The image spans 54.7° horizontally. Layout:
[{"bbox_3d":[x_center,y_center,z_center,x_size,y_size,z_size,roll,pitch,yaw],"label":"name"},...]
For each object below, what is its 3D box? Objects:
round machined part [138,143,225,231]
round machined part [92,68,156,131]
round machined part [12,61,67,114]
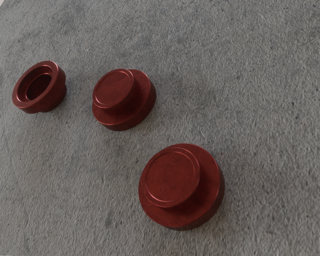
[{"bbox_3d":[0.019,0.060,0.346,0.098,0.042,0.098,-13,56,21],"label":"round machined part"},{"bbox_3d":[-0.059,-0.048,0.453,0.098,0.042,0.098,-13,56,21],"label":"round machined part"},{"bbox_3d":[-0.204,-0.066,0.541,0.098,0.042,0.098,-13,56,21],"label":"round machined part"}]
